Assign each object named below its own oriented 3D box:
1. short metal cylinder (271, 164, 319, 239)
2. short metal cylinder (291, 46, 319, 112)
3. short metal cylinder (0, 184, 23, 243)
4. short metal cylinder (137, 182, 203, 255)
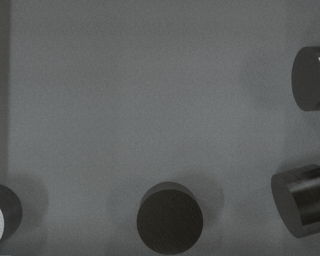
[{"bbox_3d":[0.180,0.090,0.385,0.050,0.080,0.080,-16,90,0],"label":"short metal cylinder"},{"bbox_3d":[0.206,-0.062,0.385,0.050,0.080,0.080,-4,90,0],"label":"short metal cylinder"},{"bbox_3d":[-0.228,0.116,0.397,0.081,0.050,0.080,0,90,0],"label":"short metal cylinder"},{"bbox_3d":[0.012,0.114,0.399,0.081,0.050,0.080,0,90,0],"label":"short metal cylinder"}]
